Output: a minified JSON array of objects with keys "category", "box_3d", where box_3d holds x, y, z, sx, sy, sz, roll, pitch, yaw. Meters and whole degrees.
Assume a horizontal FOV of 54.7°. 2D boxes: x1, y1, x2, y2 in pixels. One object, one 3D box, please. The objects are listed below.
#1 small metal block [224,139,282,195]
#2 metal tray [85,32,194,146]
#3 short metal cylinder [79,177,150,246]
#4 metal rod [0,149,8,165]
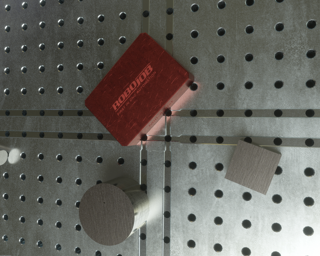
[{"category":"small metal block","box_3d":[0.112,0.045,0.373,0.050,0.025,0.050,21,97,18]},{"category":"metal tray","box_3d":[-0.030,-0.050,0.419,0.090,0.030,0.130,46,104,14]},{"category":"short metal cylinder","box_3d":[-0.061,0.110,0.420,0.080,0.050,0.079,0,90,19]},{"category":"metal rod","box_3d":[-0.396,0.019,0.549,0.301,0.025,0.025,12,94,19]}]
